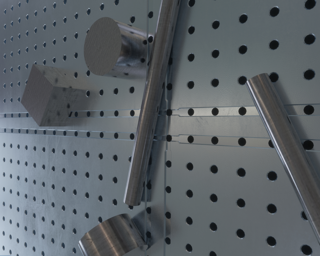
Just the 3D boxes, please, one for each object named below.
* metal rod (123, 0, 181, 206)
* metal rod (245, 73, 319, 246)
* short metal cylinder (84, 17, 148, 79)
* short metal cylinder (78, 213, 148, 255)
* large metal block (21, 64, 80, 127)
[{"bbox_3d":[-0.011,-0.038,0.418,0.025,0.025,0.298,19,102,38],"label":"metal rod"},{"bbox_3d":[0.150,0.084,0.285,0.025,0.025,0.299,-31,71,35],"label":"metal rod"},{"bbox_3d":[-0.064,-0.113,0.446,0.080,0.050,0.079,0,90,40],"label":"short metal cylinder"},{"bbox_3d":[-0.064,0.163,0.427,0.080,0.081,0.050,-51,60,28],"label":"short metal cylinder"},{"bbox_3d":[-0.199,-0.058,0.558,0.080,0.050,0.080,42,115,32],"label":"large metal block"}]
